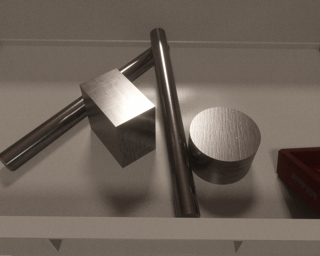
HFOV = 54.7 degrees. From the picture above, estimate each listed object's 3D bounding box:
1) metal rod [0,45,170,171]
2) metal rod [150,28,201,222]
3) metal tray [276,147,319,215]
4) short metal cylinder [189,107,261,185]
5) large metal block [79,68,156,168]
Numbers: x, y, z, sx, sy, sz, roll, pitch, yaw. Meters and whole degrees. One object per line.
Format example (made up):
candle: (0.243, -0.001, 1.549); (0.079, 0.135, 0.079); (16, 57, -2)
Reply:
metal rod: (-0.089, -0.047, 0.442); (0.025, 0.025, 0.301); (32, 57, 24)
metal rod: (0.013, -0.028, 0.411); (0.025, 0.025, 0.299); (-5, 55, -5)
metal tray: (0.189, 0.056, 0.313); (0.091, 0.030, 0.130); (-2, 17, -4)
short metal cylinder: (0.074, 0.021, 0.372); (0.081, 0.050, 0.080); (0, 50, 0)
large metal block: (-0.049, -0.012, 0.379); (0.050, 0.080, 0.080); (-30, 56, -23)
